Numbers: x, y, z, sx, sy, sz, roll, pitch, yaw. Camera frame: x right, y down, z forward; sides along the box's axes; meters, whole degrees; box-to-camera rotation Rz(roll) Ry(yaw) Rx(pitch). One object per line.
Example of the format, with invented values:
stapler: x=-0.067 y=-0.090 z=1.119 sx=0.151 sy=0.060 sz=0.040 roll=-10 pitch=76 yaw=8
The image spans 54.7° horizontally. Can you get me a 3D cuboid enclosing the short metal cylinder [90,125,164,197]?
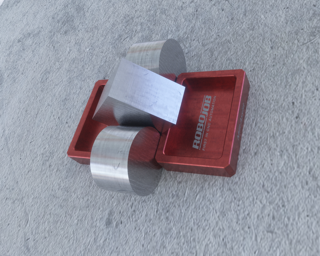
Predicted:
short metal cylinder: x=-0.036 y=0.037 z=0.366 sx=0.050 sy=0.080 sz=0.080 roll=2 pitch=63 yaw=29

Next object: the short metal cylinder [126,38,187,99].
short metal cylinder: x=-0.004 y=-0.078 z=0.420 sx=0.050 sy=0.080 sz=0.080 roll=2 pitch=63 yaw=29

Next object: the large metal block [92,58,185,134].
large metal block: x=-0.028 y=-0.030 z=0.377 sx=0.080 sy=0.080 sz=0.050 roll=-35 pitch=36 yaw=61

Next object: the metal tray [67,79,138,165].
metal tray: x=-0.070 y=-0.010 z=0.445 sx=0.090 sy=0.030 sz=0.130 roll=2 pitch=62 yaw=29

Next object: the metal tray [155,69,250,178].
metal tray: x=0.054 y=-0.009 z=0.380 sx=0.090 sy=0.030 sz=0.130 roll=2 pitch=62 yaw=29
